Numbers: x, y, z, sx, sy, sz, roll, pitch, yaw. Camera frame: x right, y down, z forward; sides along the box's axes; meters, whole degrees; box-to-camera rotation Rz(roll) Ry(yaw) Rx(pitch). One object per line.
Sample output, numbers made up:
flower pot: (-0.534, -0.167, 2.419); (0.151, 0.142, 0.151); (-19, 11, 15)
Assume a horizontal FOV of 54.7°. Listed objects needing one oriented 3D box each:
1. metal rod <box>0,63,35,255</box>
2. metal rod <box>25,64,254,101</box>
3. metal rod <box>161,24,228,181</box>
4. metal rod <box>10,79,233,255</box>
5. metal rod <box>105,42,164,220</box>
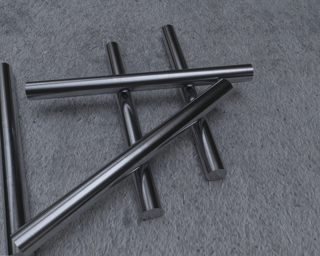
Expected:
metal rod: (-0.187, 0.017, 0.387); (0.025, 0.025, 0.300); (-16, 52, -13)
metal rod: (-0.023, -0.063, 0.421); (0.302, 0.025, 0.025); (-6, 50, -5)
metal rod: (0.040, -0.059, 0.452); (0.025, 0.025, 0.300); (-8, 50, -6)
metal rod: (-0.020, 0.026, 0.347); (0.302, 0.025, 0.025); (-37, 59, -27)
metal rod: (-0.044, -0.021, 0.420); (0.025, 0.025, 0.300); (-10, 51, -9)
